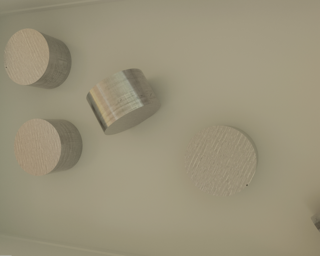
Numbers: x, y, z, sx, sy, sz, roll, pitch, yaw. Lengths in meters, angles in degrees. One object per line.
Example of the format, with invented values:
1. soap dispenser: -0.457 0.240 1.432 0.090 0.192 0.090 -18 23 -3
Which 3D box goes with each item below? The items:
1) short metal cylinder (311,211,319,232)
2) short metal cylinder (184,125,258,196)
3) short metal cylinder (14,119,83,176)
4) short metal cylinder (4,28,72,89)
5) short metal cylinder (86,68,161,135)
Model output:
1. short metal cylinder: 0.201 0.110 0.311 0.050 0.080 0.080 -42 77 15
2. short metal cylinder: 0.075 0.037 0.371 0.080 0.050 0.079 0 90 19
3. short metal cylinder: -0.162 0.027 0.453 0.080 0.050 0.079 0 90 19
4. short metal cylinder: -0.181 -0.100 0.459 0.080 0.050 0.079 0 90 19
5. short metal cylinder: -0.046 -0.032 0.396 0.080 0.080 0.050 -32 80 17
